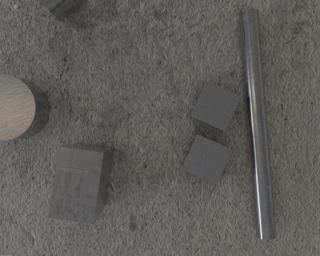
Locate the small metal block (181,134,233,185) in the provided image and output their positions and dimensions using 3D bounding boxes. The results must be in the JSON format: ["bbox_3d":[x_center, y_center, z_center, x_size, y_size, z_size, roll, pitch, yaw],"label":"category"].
[{"bbox_3d":[0.061,0.040,0.411,0.050,0.025,0.050,24,90,0],"label":"small metal block"}]

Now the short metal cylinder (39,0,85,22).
[{"bbox_3d":[-0.134,-0.179,0.381,0.050,0.080,0.080,-43,90,0],"label":"short metal cylinder"}]

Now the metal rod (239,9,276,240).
[{"bbox_3d":[0.129,-0.005,0.411,0.025,0.025,0.298,-5,90,0],"label":"metal rod"}]

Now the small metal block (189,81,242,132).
[{"bbox_3d":[0.072,-0.028,0.411,0.050,0.025,0.050,24,90,0],"label":"small metal block"}]

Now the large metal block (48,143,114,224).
[{"bbox_3d":[-0.093,0.063,0.382,0.050,0.080,0.080,8,90,0],"label":"large metal block"}]

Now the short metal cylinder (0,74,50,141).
[{"bbox_3d":[-0.190,-0.025,0.396,0.081,0.050,0.080,0,90,0],"label":"short metal cylinder"}]
